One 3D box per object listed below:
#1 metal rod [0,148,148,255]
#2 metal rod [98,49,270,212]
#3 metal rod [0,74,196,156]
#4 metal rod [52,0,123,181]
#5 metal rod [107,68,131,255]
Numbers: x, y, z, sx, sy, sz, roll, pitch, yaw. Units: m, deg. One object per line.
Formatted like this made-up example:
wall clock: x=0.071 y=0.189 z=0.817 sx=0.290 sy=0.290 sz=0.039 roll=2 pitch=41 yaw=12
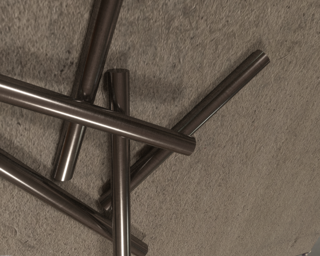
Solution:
metal rod: x=-0.105 y=0.117 z=0.422 sx=0.025 sy=0.025 sz=0.300 roll=-41 pitch=130 yaw=-1
metal rod: x=0.032 y=0.004 z=0.428 sx=0.300 sy=0.025 sz=0.025 roll=-43 pitch=130 yaw=1
metal rod: x=-0.092 y=-0.019 z=0.314 sx=0.302 sy=0.025 sz=0.025 roll=18 pitch=109 yaw=-26
metal rod: x=-0.069 y=-0.073 z=0.324 sx=0.025 sy=0.025 sz=0.298 roll=7 pitch=115 yaw=-32
metal rod: x=-0.051 y=0.075 z=0.398 sx=0.025 sy=0.025 sz=0.298 roll=-9 pitch=114 yaw=-24
